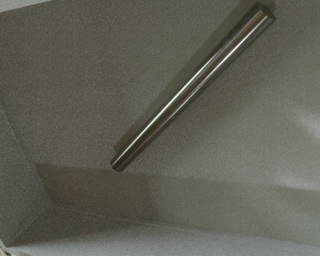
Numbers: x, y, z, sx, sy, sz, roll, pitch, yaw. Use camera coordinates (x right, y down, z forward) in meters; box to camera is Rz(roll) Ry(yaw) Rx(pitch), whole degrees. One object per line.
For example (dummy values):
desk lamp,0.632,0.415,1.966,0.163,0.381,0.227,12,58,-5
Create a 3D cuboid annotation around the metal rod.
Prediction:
metal rod,0.017,-0.026,0.382,0.025,0.025,0.298,43,129,-2
